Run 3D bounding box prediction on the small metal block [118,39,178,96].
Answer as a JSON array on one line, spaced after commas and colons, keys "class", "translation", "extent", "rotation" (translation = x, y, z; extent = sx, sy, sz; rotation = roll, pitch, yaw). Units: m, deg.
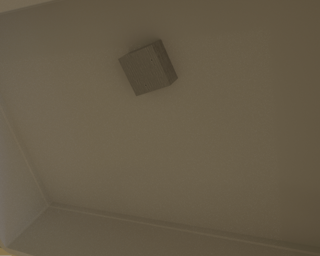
[{"class": "small metal block", "translation": [-0.014, -0.071, 0.371], "extent": [0.050, 0.025, 0.050], "rotation": [-13, 112, 33]}]
